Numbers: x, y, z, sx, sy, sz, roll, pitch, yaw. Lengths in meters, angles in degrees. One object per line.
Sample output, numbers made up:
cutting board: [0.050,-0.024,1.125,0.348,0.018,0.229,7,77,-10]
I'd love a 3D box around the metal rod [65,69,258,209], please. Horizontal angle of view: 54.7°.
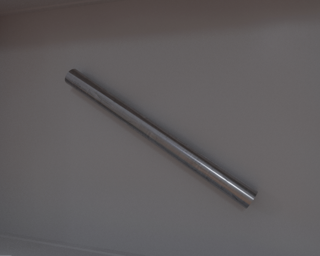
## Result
metal rod: [-0.010,0.005,0.411,0.300,0.025,0.025,34,101,16]
